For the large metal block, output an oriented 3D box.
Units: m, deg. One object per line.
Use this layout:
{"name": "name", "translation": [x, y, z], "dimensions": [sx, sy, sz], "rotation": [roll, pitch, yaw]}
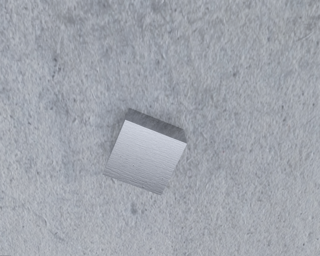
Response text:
{"name": "large metal block", "translation": [-0.020, 0.030, 0.407], "dimensions": [0.080, 0.050, 0.079], "rotation": [22, 109, -8]}
